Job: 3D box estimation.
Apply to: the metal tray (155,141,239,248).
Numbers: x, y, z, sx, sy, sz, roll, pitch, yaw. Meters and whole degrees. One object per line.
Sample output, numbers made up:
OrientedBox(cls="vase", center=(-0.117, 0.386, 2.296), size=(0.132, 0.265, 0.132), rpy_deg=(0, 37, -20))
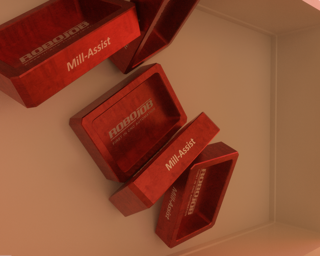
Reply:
OrientedBox(cls="metal tray", center=(0.048, 0.087, 0.408), size=(0.091, 0.030, 0.129), rpy_deg=(-10, 122, -40))

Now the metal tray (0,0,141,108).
OrientedBox(cls="metal tray", center=(-0.093, -0.080, 0.280), size=(0.131, 0.090, 0.030), rpy_deg=(-44, 145, -29))

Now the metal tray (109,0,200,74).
OrientedBox(cls="metal tray", center=(-0.001, -0.121, 0.337), size=(0.030, 0.129, 0.090), rpy_deg=(48, 58, 2))

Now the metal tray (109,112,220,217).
OrientedBox(cls="metal tray", center=(0.005, 0.043, 0.365), size=(0.030, 0.090, 0.131), rpy_deg=(47, 59, 0))

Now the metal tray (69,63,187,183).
OrientedBox(cls="metal tray", center=(-0.031, -0.009, 0.376), size=(0.131, 0.030, 0.090), rpy_deg=(-43, 116, -31))
